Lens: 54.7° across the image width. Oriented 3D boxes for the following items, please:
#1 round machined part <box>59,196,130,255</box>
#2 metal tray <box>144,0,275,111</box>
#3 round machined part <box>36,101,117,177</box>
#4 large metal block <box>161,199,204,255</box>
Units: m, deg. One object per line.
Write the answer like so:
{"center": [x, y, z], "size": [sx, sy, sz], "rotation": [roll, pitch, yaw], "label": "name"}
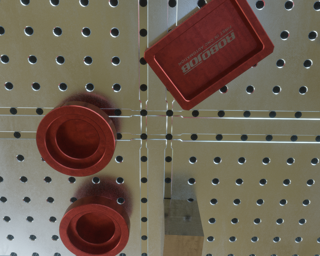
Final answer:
{"center": [-0.093, 0.141, 0.455], "size": [0.099, 0.042, 0.097], "rotation": [0, 110, 0], "label": "round machined part"}
{"center": [0.057, -0.094, 0.376], "size": [0.130, 0.030, 0.090], "rotation": [-35, 107, 12], "label": "metal tray"}
{"center": [-0.106, 0.011, 0.407], "size": [0.099, 0.042, 0.097], "rotation": [0, 110, 0], "label": "round machined part"}
{"center": [0.029, 0.159, 0.443], "size": [0.050, 0.080, 0.079], "rotation": [3, 110, -1], "label": "large metal block"}
